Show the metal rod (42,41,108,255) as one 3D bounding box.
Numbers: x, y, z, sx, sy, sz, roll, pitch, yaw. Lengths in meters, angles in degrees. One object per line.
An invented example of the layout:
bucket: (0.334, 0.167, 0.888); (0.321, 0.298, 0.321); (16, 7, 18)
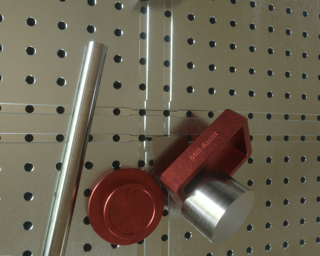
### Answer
metal rod: (-0.105, 0.044, 0.374); (0.025, 0.025, 0.298); (12, 86, -20)

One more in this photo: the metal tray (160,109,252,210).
metal tray: (0.067, 0.048, 0.410); (0.130, 0.030, 0.090); (-44, 141, -15)

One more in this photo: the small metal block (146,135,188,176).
small metal block: (0.011, 0.036, 0.418); (0.050, 0.025, 0.050); (-3, 91, -20)

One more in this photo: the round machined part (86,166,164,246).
round machined part: (-0.040, 0.100, 0.390); (0.099, 0.042, 0.097); (0, 90, -21)

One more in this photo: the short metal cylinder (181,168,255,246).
short metal cylinder: (0.073, 0.098, 0.388); (0.081, 0.050, 0.079); (-27, 134, -32)
